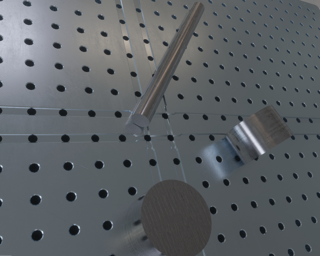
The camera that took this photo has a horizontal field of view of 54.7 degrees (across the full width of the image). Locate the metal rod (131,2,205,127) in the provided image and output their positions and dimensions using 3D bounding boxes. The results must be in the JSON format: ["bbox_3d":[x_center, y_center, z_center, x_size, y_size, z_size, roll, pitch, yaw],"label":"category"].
[{"bbox_3d":[0.023,-0.118,0.492,0.025,0.025,0.301,31,52,-9],"label":"metal rod"}]

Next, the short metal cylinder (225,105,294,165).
[{"bbox_3d":[0.140,0.010,0.443,0.081,0.080,0.050,-22,74,-36],"label":"short metal cylinder"}]

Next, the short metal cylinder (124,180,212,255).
[{"bbox_3d":[0.008,0.102,0.334,0.081,0.050,0.080,14,56,-21],"label":"short metal cylinder"}]
